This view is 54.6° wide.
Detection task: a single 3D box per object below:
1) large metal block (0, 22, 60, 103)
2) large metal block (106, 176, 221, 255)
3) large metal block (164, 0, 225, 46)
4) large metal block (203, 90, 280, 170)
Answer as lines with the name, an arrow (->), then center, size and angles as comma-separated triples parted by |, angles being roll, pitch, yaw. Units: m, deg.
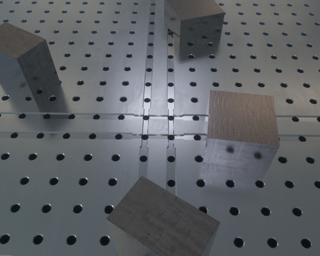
large metal block -> -0.202, -0.095, 0.451 | 0.080, 0.080, 0.050 | 26, 55, 20
large metal block -> 0.003, 0.102, 0.287 | 0.080, 0.080, 0.050 | 27, 55, 21
large metal block -> 0.059, -0.199, 0.559 | 0.081, 0.050, 0.080 | -15, 52, -12
large metal block -> 0.099, 0.001, 0.391 | 0.080, 0.050, 0.080 | 6, 50, 5
